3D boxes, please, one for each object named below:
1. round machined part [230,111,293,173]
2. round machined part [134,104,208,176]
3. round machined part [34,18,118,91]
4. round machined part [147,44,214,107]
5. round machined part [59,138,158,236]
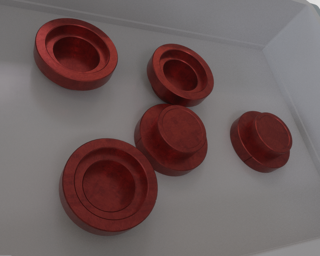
[{"bbox_3d":[0.160,0.015,0.471,0.099,0.042,0.098,14,56,-21],"label":"round machined part"},{"bbox_3d":[0.020,0.009,0.400,0.099,0.042,0.098,14,56,-21],"label":"round machined part"},{"bbox_3d":[-0.107,-0.087,0.390,0.099,0.042,0.098,14,56,-21],"label":"round machined part"},{"bbox_3d":[0.026,-0.072,0.452,0.099,0.042,0.098,14,56,-21],"label":"round machined part"},{"bbox_3d":[-0.055,0.063,0.326,0.099,0.042,0.098,14,56,-21],"label":"round machined part"}]
